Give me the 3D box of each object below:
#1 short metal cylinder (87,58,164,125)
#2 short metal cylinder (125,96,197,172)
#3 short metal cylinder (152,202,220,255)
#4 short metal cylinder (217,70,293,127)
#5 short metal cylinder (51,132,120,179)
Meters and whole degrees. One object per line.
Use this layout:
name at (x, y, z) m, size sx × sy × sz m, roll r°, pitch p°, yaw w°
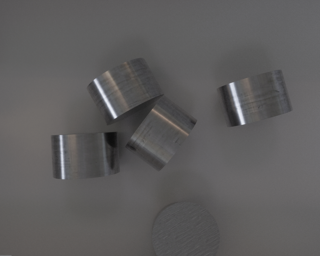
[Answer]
short metal cylinder at (-0.042, -0.044, 0.383) m, size 0.080 × 0.080 × 0.050 m, roll -29°, pitch 90°, yaw 0°
short metal cylinder at (0.002, 0.007, 0.384) m, size 0.050 × 0.080 × 0.080 m, roll 37°, pitch 90°, yaw 0°
short metal cylinder at (0.030, 0.134, 0.390) m, size 0.081 × 0.050 × 0.080 m, roll 1°, pitch 76°, yaw -2°
short metal cylinder at (0.116, -0.036, 0.385) m, size 0.080 × 0.080 × 0.050 m, roll -16°, pitch 90°, yaw 0°
short metal cylinder at (-0.091, 0.031, 0.383) m, size 0.080 × 0.080 × 0.050 m, roll -3°, pitch 90°, yaw 0°
